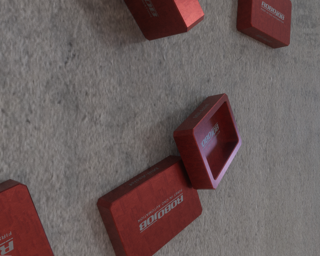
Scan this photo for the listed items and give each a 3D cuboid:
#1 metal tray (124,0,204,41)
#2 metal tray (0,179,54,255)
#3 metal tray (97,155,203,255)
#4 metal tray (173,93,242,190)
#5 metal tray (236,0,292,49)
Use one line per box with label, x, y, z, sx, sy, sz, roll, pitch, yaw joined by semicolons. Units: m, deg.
metal tray;-0.014;-0.168;0.349;0.030;0.090;0.130;-43;117;-21
metal tray;-0.168;0.112;0.262;0.131;0.030;0.089;-25;106;-37
metal tray;-0.007;0.102;0.398;0.131;0.030;0.089;-27;107;-37
metal tray;0.074;0.015;0.443;0.131;0.030;0.090;-43;117;-49
metal tray;0.194;-0.207;0.567;0.131;0.030;0.089;7;86;-40
